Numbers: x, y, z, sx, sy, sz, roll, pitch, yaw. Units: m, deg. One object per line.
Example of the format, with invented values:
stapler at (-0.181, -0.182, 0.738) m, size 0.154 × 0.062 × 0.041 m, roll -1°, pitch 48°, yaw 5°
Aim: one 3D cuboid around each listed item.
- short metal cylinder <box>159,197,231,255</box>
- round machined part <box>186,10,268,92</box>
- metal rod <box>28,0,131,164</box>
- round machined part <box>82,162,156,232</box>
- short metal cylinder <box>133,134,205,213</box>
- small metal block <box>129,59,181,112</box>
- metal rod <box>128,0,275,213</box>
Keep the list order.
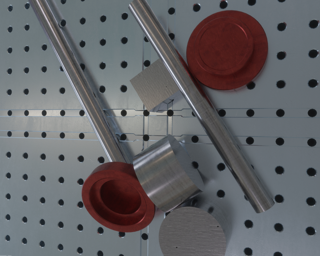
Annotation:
short metal cylinder at (0.045, 0.131, 0.383) m, size 0.080 × 0.050 × 0.080 m, roll 0°, pitch 90°, yaw 20°
round machined part at (0.079, -0.094, 0.375) m, size 0.098 × 0.042 × 0.097 m, roll 0°, pitch 90°, yaw 20°
metal rod at (-0.122, -0.074, 0.455) m, size 0.025 × 0.025 × 0.299 m, roll -32°, pitch 80°, yaw 17°
round machined part at (-0.048, 0.086, 0.408) m, size 0.098 × 0.042 × 0.097 m, roll 6°, pitch 117°, yaw 12°
short metal cylinder at (0.011, 0.054, 0.377) m, size 0.050 × 0.080 × 0.080 m, roll -33°, pitch 79°, yaw 11°
small metal block at (-0.004, -0.056, 0.414) m, size 0.050 × 0.025 × 0.050 m, roll -34°, pitch 79°, yaw 17°
metal rod at (0.048, -0.032, 0.383) m, size 0.025 × 0.025 × 0.299 m, roll -33°, pitch 84°, yaw 17°
